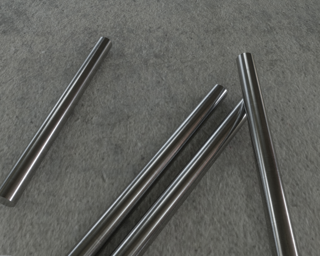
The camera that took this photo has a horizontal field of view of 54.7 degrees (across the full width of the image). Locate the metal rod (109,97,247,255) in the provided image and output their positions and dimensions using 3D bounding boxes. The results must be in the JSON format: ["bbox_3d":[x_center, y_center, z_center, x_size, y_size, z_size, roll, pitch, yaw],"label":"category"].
[{"bbox_3d":[0.044,0.046,0.365,0.025,0.025,0.301,30,56,22],"label":"metal rod"}]

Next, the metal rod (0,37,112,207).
[{"bbox_3d":[-0.130,-0.032,0.428,0.025,0.025,0.300,12,51,9],"label":"metal rod"}]

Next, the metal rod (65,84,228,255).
[{"bbox_3d":[0.000,0.041,0.368,0.025,0.025,0.301,28,55,21],"label":"metal rod"}]

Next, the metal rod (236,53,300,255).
[{"bbox_3d":[0.121,0.026,0.361,0.025,0.025,0.300,0,56,0],"label":"metal rod"}]
